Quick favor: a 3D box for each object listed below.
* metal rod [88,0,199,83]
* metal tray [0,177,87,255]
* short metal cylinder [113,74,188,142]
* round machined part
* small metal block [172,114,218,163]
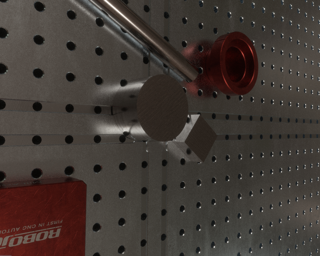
[{"bbox_3d":[-0.057,-0.143,0.362,0.301,0.025,0.025,33,70,-35],"label":"metal rod"},{"bbox_3d":[-0.137,0.098,0.293,0.131,0.030,0.089,2,89,-40],"label":"metal tray"},{"bbox_3d":[-0.011,-0.024,0.385,0.081,0.050,0.079,0,90,-40],"label":"short metal cylinder"},{"bbox_3d":[0.111,-0.100,0.494,0.099,0.042,0.097,0,90,-40],"label":"round machined part"},{"bbox_3d":[0.052,0.015,0.456,0.050,0.025,0.050,47,62,-30],"label":"small metal block"}]
